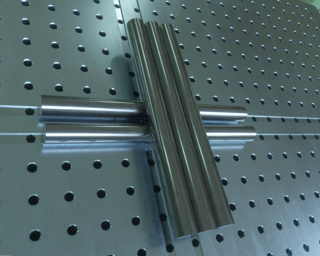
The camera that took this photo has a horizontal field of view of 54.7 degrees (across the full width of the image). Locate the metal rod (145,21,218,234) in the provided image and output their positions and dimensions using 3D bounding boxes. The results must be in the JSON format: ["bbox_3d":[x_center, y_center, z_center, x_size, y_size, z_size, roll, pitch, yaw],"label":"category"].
[{"bbox_3d":[0.018,-0.019,0.399,0.025,0.025,0.299,1,61,-28],"label":"metal rod"}]

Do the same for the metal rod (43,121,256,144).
[{"bbox_3d":[0.007,0.007,0.409,0.303,0.025,0.025,1,62,-28],"label":"metal rod"}]

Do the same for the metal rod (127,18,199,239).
[{"bbox_3d":[-0.004,-0.019,0.387,0.025,0.025,0.299,1,61,-28],"label":"metal rod"}]

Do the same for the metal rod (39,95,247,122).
[{"bbox_3d":[-0.003,-0.024,0.423,0.303,0.025,0.025,1,62,-28],"label":"metal rod"}]

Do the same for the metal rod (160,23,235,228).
[{"bbox_3d":[0.040,-0.020,0.412,0.025,0.025,0.299,1,61,-28],"label":"metal rod"}]
